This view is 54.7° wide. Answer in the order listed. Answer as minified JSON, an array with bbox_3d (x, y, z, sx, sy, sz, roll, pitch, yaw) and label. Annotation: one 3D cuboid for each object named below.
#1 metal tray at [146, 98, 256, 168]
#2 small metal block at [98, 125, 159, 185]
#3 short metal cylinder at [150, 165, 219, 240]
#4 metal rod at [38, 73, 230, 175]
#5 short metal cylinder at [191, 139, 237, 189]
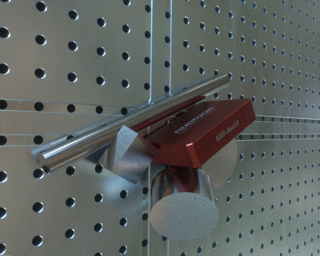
[{"bbox_3d":[0.053,0.002,0.406,0.131,0.090,0.030,-33,111,-35],"label":"metal tray"},{"bbox_3d":[-0.035,0.032,0.359,0.050,0.025,0.050,-56,143,-7],"label":"small metal block"},{"bbox_3d":[0.028,0.092,0.384,0.080,0.080,0.050,55,17,-26],"label":"short metal cylinder"},{"bbox_3d":[-0.008,-0.020,0.398,0.302,0.025,0.025,-27,107,-37],"label":"metal rod"},{"bbox_3d":[0.065,0.040,0.436,0.081,0.050,0.079,-11,106,-42],"label":"short metal cylinder"}]
